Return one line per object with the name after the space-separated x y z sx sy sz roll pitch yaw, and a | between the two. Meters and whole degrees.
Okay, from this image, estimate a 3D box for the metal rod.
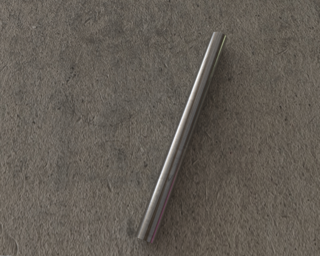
0.034 -0.001 0.408 0.025 0.025 0.300 19 71 7 | metal rod
